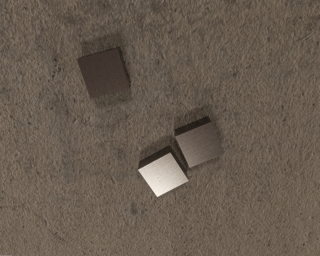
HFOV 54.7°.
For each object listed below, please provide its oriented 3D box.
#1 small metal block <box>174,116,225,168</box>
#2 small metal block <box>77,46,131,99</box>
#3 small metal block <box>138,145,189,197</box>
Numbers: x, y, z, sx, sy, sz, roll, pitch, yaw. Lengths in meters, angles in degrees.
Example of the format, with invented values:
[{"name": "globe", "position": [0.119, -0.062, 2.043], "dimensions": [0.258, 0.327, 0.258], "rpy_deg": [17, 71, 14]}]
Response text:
[{"name": "small metal block", "position": [0.053, 0.018, 0.417], "dimensions": [0.050, 0.025, 0.050], "rpy_deg": [-23, 109, 7]}, {"name": "small metal block", "position": [-0.068, -0.069, 0.384], "dimensions": [0.050, 0.025, 0.050], "rpy_deg": [-14, 110, 4]}, {"name": "small metal block", "position": [0.005, 0.060, 0.432], "dimensions": [0.050, 0.025, 0.050], "rpy_deg": [-29, 108, 10]}]
